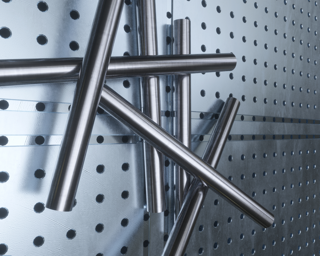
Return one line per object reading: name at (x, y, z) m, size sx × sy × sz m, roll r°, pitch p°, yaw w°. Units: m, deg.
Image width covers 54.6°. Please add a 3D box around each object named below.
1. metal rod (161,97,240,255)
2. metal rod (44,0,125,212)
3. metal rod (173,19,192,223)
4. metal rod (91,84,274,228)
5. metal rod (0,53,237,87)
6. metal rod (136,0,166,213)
metal rod at (0.059, 0.070, 0.427) m, size 0.025 × 0.025 × 0.301 m, roll 49°, pitch 52°, yaw -29°
metal rod at (-0.062, -0.070, 0.305) m, size 0.025 × 0.025 × 0.299 m, roll 18°, pitch 81°, yaw -39°
metal rod at (0.031, 0.001, 0.433) m, size 0.025 × 0.025 × 0.298 m, roll -1°, pitch 91°, yaw -40°
metal rod at (0.036, 0.041, 0.390) m, size 0.301 × 0.025 × 0.025 m, roll 38°, pitch 66°, yaw -17°
metal rod at (-0.029, -0.070, 0.356) m, size 0.302 × 0.025 × 0.025 m, roll -10°, pitch 97°, yaw -31°
metal rod at (-0.012, -0.042, 0.397) m, size 0.025 × 0.025 × 0.298 m, roll -5°, pitch 93°, yaw -40°
